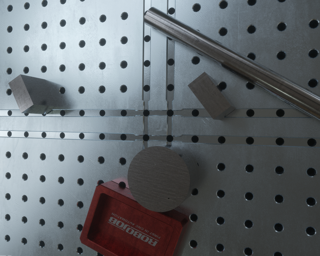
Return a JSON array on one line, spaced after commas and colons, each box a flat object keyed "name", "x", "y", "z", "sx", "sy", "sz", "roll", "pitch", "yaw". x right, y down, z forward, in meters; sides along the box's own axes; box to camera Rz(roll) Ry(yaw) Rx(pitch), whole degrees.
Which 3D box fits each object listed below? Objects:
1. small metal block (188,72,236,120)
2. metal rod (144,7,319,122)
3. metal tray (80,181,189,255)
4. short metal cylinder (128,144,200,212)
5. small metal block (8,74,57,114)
[{"name": "small metal block", "x": 0.064, "y": -0.037, "z": 0.376, "sx": 0.025, "sy": 0.050, "sz": 0.050, "roll": -39, "pitch": 78, "yaw": 16}, {"name": "metal rod", "x": 0.106, "y": -0.071, "z": 0.374, "sx": 0.300, "sy": 0.025, "sz": 0.025, "roll": 34, "pitch": 101, "yaw": 16}, {"name": "metal tray", "x": -0.038, "y": 0.139, "z": 0.423, "sx": 0.130, "sy": 0.030, "sz": 0.089, "roll": 21, "pitch": 97, "yaw": 18}, {"name": "short metal cylinder", "x": 0.006, "y": 0.061, "z": 0.397, "sx": 0.080, "sy": 0.050, "sz": 0.080, "roll": 0, "pitch": 90, "yaw": 20}, {"name": "small metal block", "x": -0.191, "y": -0.049, "z": 0.467, "sx": 0.025, "sy": 0.050, "sz": 0.050, "roll": -30, "pitch": 80, "yaw": 18}]
